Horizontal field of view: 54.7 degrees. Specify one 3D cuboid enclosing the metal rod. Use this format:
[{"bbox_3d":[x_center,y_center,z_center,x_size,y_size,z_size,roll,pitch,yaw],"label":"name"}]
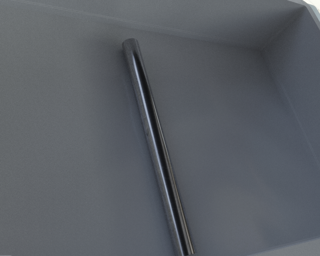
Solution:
[{"bbox_3d":[-0.008,0.008,0.398,0.025,0.025,0.299,-1,62,-29],"label":"metal rod"}]
